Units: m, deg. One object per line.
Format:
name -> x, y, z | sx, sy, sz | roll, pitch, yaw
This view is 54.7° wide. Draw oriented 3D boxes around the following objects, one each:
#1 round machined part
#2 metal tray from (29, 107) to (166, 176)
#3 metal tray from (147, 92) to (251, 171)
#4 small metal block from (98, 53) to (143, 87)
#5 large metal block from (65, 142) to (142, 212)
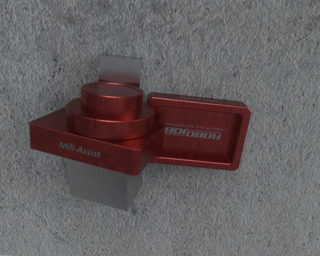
round machined part -> -0.055, -0.024, 0.351 | 0.099, 0.098, 0.042 | 6, 110, -3
metal tray -> -0.069, 0.008, 0.360 | 0.131, 0.090, 0.030 | 13, 111, 14
metal tray -> 0.045, 0.005, 0.411 | 0.131, 0.030, 0.089 | 6, 110, -3
small metal block -> -0.049, -0.064, 0.387 | 0.050, 0.025, 0.050 | 6, 110, -3
large metal block -> -0.069, 0.051, 0.395 | 0.080, 0.050, 0.079 | 12, 124, 14
